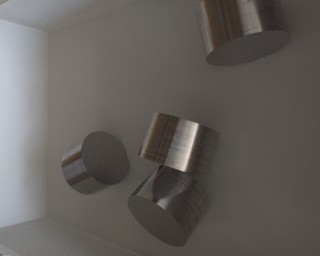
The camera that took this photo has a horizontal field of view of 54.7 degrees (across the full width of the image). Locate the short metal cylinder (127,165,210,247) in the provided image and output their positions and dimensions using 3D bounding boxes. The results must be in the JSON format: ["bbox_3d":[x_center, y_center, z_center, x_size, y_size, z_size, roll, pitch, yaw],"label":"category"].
[{"bbox_3d":[0.010,0.089,0.358,0.080,0.050,0.080,27,141,24],"label":"short metal cylinder"}]

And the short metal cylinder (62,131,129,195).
[{"bbox_3d":[-0.093,0.051,0.448,0.050,0.081,0.080,-29,72,36],"label":"short metal cylinder"}]

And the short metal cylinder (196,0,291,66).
[{"bbox_3d":[0.080,-0.100,0.305,0.080,0.081,0.050,-18,79,39],"label":"short metal cylinder"}]

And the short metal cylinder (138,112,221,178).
[{"bbox_3d":[0.021,0.019,0.347,0.080,0.080,0.050,15,84,39],"label":"short metal cylinder"}]
